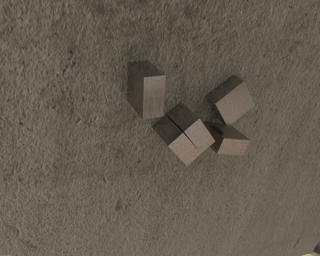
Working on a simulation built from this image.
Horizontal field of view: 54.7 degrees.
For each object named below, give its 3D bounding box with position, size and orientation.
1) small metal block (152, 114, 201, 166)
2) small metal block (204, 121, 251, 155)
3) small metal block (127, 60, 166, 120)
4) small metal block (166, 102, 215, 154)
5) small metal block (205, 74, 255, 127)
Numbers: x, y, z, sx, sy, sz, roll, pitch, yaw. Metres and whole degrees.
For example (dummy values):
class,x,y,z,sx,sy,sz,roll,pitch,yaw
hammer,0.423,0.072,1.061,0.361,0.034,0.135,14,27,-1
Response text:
class,x,y,z,sx,sy,sz,roll,pitch,yaw
small metal block,0.022,0.016,0.412,0.025,0.050,0.050,-42,130,1
small metal block,0.093,0.015,0.450,0.050,0.050,0.025,5,116,-31
small metal block,-0.017,-0.044,0.354,0.025,0.050,0.050,-11,123,-23
small metal block,0.041,-0.001,0.412,0.025,0.050,0.050,-41,129,-1
small metal block,0.100,-0.038,0.437,0.050,0.025,0.050,-39,129,-2
